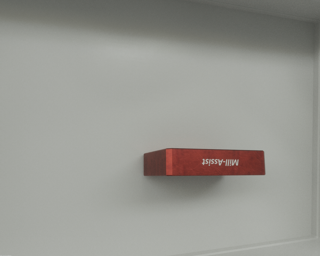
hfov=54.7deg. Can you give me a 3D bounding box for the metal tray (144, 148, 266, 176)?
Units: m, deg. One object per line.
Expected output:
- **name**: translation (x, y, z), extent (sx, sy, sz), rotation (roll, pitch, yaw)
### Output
- **metal tray**: translation (0.054, 0.046, 0.395), extent (0.131, 0.090, 0.030), rotation (3, 81, -20)
